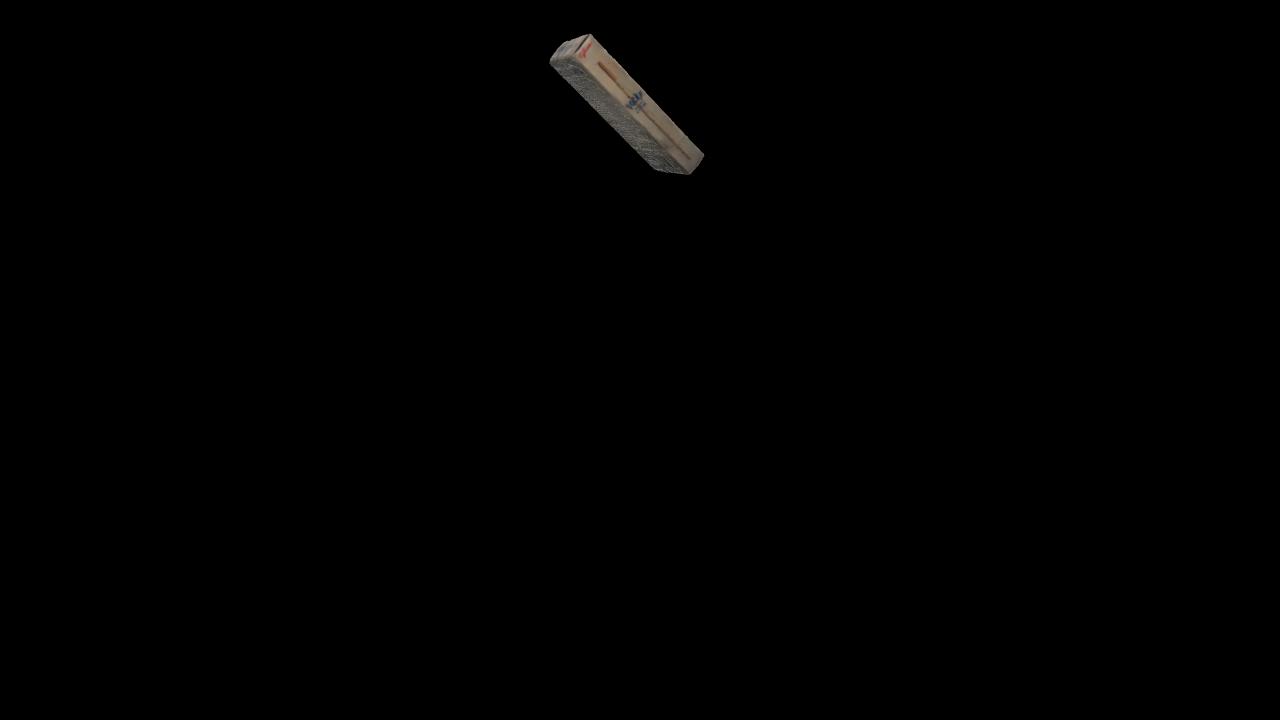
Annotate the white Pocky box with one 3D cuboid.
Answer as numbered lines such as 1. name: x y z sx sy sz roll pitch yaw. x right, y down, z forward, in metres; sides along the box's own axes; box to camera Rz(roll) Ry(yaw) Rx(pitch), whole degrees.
1. white Pocky box: -0.013 -0.238 0.587 0.154 0.028 0.084 37 3 -31
